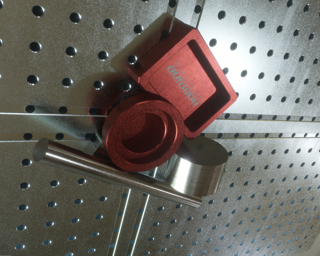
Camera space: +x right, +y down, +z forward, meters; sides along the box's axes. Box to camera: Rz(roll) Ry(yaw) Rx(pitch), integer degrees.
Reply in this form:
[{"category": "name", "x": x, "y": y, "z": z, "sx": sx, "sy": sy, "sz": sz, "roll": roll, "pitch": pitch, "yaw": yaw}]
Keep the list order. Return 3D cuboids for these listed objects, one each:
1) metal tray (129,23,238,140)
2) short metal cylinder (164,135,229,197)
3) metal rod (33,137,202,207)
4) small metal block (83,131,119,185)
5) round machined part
[{"category": "metal tray", "x": 0.035, "y": -0.054, "z": 0.394, "sx": 0.090, "sy": 0.030, "sz": 0.130, "roll": -43, "pitch": 129, "yaw": 0}, {"category": "short metal cylinder", "x": 0.050, "y": 0.050, "z": 0.434, "sx": 0.081, "sy": 0.080, "sz": 0.050, "roll": -4, "pitch": 120, "yaw": -27}, {"category": "metal rod", "x": -0.029, "y": 0.072, "z": 0.415, "sx": 0.025, "sy": 0.025, "sz": 0.301, "roll": -51, "pitch": 138, "yaw": 8}, {"category": "small metal block", "x": -0.072, "y": 0.039, "z": 0.398, "sx": 0.050, "sy": 0.025, "sz": 0.050, "roll": 32, "pitch": 100, "yaw": -39}, {"category": "round machined part", "x": -0.023, "y": 0.002, "z": 0.380, "sx": 0.099, "sy": 0.042, "sz": 0.097, "roll": -13, "pitch": 123, "yaw": -20}]
